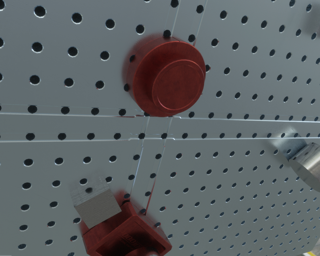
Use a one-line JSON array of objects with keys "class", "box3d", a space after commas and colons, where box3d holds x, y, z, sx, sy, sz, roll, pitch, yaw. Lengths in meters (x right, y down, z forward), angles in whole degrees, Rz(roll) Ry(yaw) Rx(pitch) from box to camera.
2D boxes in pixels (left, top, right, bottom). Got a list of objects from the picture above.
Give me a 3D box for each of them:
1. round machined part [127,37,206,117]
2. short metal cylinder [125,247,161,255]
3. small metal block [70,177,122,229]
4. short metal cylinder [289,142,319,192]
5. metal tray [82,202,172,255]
[{"class": "round machined part", "box3d": [0.014, -0.056, 0.373, 0.099, 0.042, 0.097, -14, 124, -21]}, {"class": "short metal cylinder", "box3d": [-0.026, 0.235, 0.487, 0.081, 0.050, 0.079, -14, 124, -21]}, {"class": "small metal block", "box3d": [-0.087, 0.104, 0.428, 0.050, 0.025, 0.050, -27, 128, -12]}, {"class": "short metal cylinder", "box3d": [0.291, 0.073, 0.580, 0.050, 0.080, 0.080, -39, 129, -2]}, {"class": "metal tray", "box3d": [-0.048, 0.184, 0.495, 0.090, 0.030, 0.130, -38, 129, -3]}]
